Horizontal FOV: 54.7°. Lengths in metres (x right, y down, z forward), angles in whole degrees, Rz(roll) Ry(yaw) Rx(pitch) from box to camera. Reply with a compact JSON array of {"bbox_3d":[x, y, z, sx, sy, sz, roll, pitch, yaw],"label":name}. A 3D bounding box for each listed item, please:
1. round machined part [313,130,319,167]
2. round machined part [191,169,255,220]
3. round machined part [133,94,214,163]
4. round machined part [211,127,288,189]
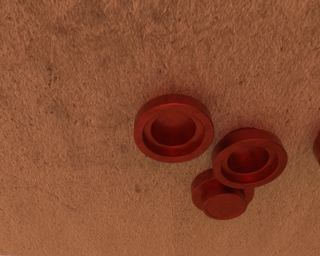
[{"bbox_3d":[0.254,0.017,0.413,0.099,0.042,0.097,0,130,0],"label":"round machined part"},{"bbox_3d":[0.100,0.109,0.490,0.099,0.042,0.097,0,130,0],"label":"round machined part"},{"bbox_3d":[0.017,-0.004,0.393,0.099,0.042,0.097,0,130,0],"label":"round machined part"},{"bbox_3d":[0.120,0.037,0.429,0.099,0.042,0.097,0,130,0],"label":"round machined part"}]
